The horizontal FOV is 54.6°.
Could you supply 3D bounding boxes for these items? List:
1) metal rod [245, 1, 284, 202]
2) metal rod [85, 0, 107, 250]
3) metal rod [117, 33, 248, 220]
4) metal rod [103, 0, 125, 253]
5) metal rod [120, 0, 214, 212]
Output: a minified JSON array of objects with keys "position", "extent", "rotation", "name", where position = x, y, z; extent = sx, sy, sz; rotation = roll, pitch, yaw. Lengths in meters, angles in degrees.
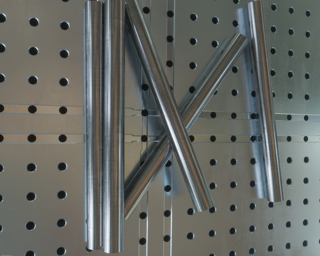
[{"position":[0.159,-0.038,0.470],"extent":[0.025,0.025,0.298],"rotation":[-8,93,-20],"name":"metal rod"},{"position":[-0.079,-0.003,0.383],"extent":[0.025,0.025,0.298],"rotation":[-1,90,-20],"name":"metal rod"},{"position":[0.034,-0.010,0.424],"extent":[0.025,0.025,0.300],"rotation":[39,78,-16],"name":"metal rod"},{"position":[-0.055,-0.005,0.372],"extent":[0.025,0.025,0.298],"rotation":[1,89,-20],"name":"metal rod"},{"position":[0.005,-0.039,0.393],"extent":[0.025,0.025,0.299],"rotation":[-20,89,-19],"name":"metal rod"}]
